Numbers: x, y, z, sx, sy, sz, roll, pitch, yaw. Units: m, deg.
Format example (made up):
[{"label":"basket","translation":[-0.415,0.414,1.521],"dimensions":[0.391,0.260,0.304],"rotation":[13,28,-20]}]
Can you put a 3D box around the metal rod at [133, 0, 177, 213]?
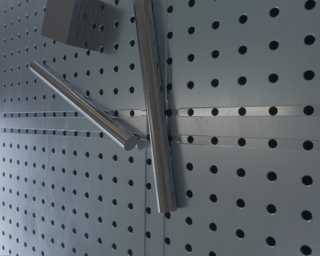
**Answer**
[{"label":"metal rod","translation":[-0.008,-0.040,0.415],"dimensions":[0.025,0.025,0.298],"rotation":[-12,83,39]}]

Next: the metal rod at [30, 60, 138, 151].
[{"label":"metal rod","translation":[-0.143,-0.050,0.527],"dimensions":[0.300,0.025,0.025],"rotation":[35,112,34]}]

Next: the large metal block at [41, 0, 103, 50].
[{"label":"large metal block","translation":[-0.148,-0.182,0.515],"dimensions":[0.080,0.050,0.079],"rotation":[27,107,37]}]
